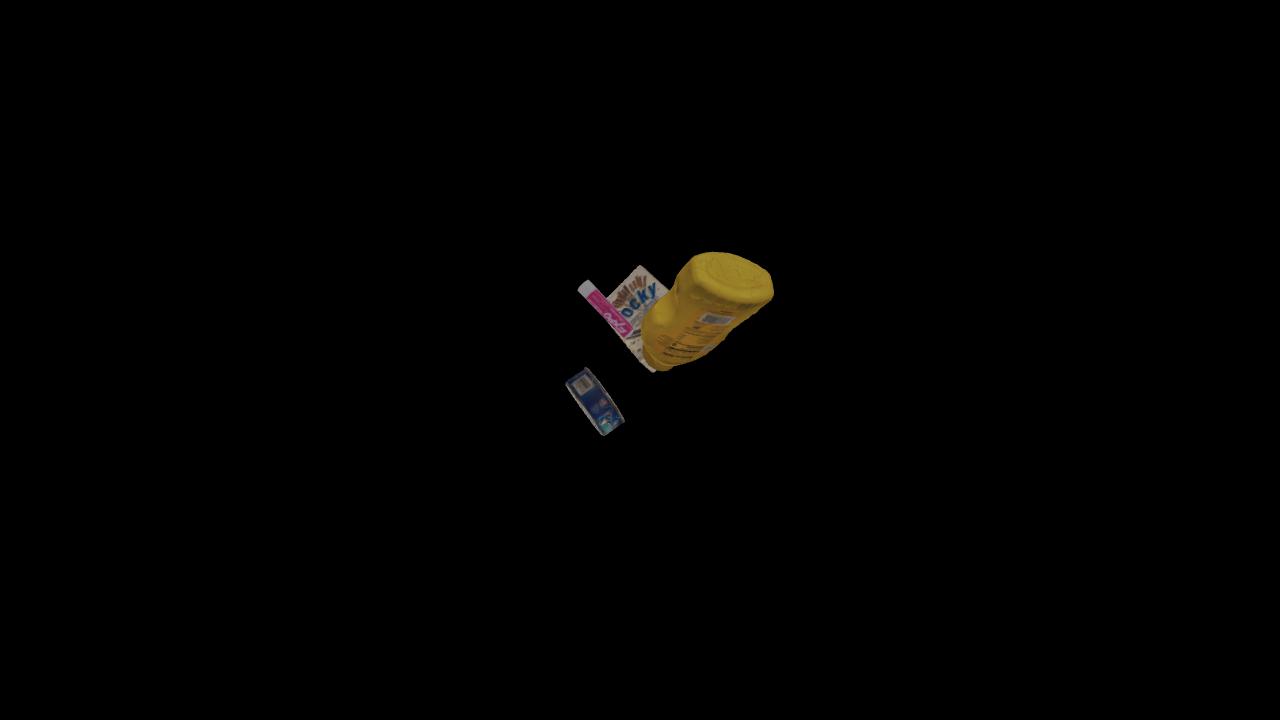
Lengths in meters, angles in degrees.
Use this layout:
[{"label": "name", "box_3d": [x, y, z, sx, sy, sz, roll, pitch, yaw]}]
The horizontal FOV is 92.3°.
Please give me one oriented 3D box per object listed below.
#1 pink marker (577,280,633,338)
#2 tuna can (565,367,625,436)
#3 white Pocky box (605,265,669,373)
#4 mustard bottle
[{"label": "pink marker", "box_3d": [-0.026, -0.045, 0.723, 0.020, 0.121, 0.020, -44, 0, 0]}, {"label": "tuna can", "box_3d": [-0.056, 0.052, 0.758, 0.034, 0.084, 0.084, -36, 7, -9]}, {"label": "white Pocky box", "box_3d": [0.008, -0.053, 0.740, 0.028, 0.084, 0.154, 43, 5, -37]}, {"label": "mustard bottle", "box_3d": [0.049, -0.036, 0.633, 0.092, 0.054, 0.184, 2, -28, -27]}]
